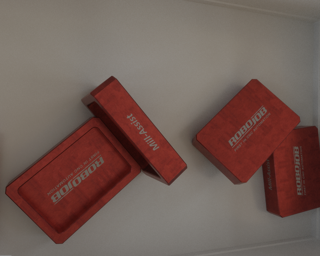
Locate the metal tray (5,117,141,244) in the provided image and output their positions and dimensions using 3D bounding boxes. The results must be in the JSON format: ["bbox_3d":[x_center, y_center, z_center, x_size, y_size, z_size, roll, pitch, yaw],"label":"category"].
[{"bbox_3d":[-0.099,0.059,0.371,0.130,0.030,0.090,-42,104,-16],"label":"metal tray"}]

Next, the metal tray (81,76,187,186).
[{"bbox_3d":[-0.033,0.005,0.364,0.030,0.090,0.130,-43,104,-15],"label":"metal tray"}]

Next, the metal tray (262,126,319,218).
[{"bbox_3d":[0.208,0.065,0.487,0.091,0.030,0.129,-7,93,-20],"label":"metal tray"}]

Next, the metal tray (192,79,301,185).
[{"bbox_3d":[0.121,0.004,0.437,0.090,0.030,0.130,44,75,8],"label":"metal tray"}]
